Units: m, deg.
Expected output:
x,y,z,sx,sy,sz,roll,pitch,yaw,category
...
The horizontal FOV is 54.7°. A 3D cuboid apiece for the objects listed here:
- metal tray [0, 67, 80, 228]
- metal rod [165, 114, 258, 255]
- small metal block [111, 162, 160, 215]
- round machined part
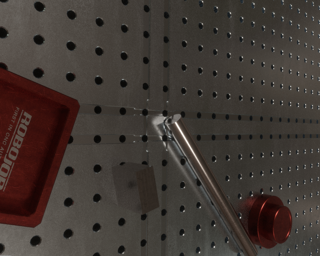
x,y,z,sx,sy,sz,roll,pitch,yaw,category
-0.139,0.019,0.289,0.090,0.030,0.130,25,75,-38,metal tray
0.089,0.104,0.486,0.025,0.025,0.299,-47,118,-30,metal rod
-0.030,0.070,0.370,0.025,0.050,0.050,-15,100,-39,small metal block
0.211,0.176,0.580,0.099,0.042,0.097,0,90,-40,round machined part
